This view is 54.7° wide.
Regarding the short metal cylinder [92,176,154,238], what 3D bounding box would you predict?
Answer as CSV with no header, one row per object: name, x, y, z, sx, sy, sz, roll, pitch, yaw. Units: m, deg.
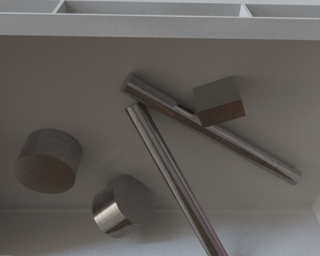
short metal cylinder,-0.056,0.120,0.475,0.080,0.080,0.050,37,121,-27

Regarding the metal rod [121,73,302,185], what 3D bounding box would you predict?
metal rod,0.083,0.012,0.420,0.301,0.025,0.025,28,125,-22

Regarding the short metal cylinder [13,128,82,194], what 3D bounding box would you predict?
short metal cylinder,-0.153,0.047,0.430,0.081,0.050,0.079,0,130,0

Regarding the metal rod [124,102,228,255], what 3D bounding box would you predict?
metal rod,0.037,0.099,0.415,0.025,0.025,0.299,-25,102,19

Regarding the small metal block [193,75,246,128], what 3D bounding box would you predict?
small metal block,0.069,-0.032,0.367,0.050,0.050,0.025,-17,128,13
